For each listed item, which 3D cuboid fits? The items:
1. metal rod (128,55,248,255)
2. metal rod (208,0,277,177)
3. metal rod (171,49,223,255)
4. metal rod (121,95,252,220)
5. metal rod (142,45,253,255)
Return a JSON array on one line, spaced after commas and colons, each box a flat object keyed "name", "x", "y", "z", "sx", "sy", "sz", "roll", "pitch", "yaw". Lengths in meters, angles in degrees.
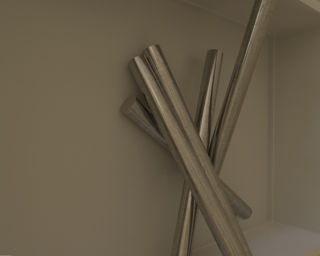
[{"name": "metal rod", "x": 0.037, "y": 0.048, "z": 0.363, "sx": 0.025, "sy": 0.025, "sz": 0.299, "roll": -19, "pitch": 78, "yaw": -39}, {"name": "metal rod", "x": 0.105, "y": -0.065, "z": 0.398, "sx": 0.025, "sy": 0.025, "sz": 0.298, "roll": 2, "pitch": 110, "yaw": -40}, {"name": "metal rod", "x": 0.053, "y": 0.030, "z": 0.420, "sx": 0.025, "sy": 0.025, "sz": 0.299, "roll": 25, "pitch": 70, "yaw": -38}, {"name": "metal rod", "x": 0.054, "y": 0.058, "z": 0.454, "sx": 0.300, "sy": 0.025, "sz": 0.025, "roll": 43, "pitch": 64, "yaw": -32}, {"name": "metal rod", "x": 0.048, "y": 0.035, "z": 0.389, "sx": 0.025, "sy": 0.025, "sz": 0.299, "roll": -20, "pitch": 84, "yaw": -39}]
